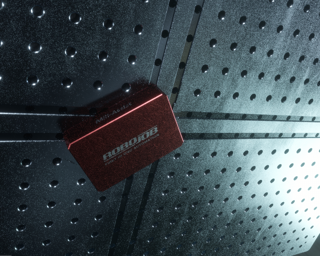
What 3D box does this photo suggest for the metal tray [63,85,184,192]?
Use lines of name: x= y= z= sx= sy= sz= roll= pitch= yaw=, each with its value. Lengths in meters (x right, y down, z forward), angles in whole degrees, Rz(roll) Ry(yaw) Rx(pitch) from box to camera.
metal tray: x=-0.042 y=0.014 z=0.395 sx=0.131 sy=0.030 sz=0.090 roll=-30 pitch=129 yaw=-10
